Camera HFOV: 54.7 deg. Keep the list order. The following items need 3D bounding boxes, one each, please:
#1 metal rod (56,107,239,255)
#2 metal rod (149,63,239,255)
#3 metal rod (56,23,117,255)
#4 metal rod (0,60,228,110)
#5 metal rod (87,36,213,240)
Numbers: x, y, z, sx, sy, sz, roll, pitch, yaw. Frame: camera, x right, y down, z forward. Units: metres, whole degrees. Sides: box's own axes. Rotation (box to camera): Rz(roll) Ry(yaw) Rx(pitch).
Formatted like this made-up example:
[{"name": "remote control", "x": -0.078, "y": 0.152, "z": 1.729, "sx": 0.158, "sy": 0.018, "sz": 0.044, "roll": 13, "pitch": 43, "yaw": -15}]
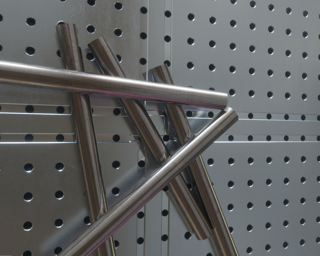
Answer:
[{"name": "metal rod", "x": -0.013, "y": 0.074, "z": 0.382, "sx": 0.301, "sy": 0.025, "sz": 0.025, "roll": -40, "pitch": 103, "yaw": -16}, {"name": "metal rod", "x": 0.051, "y": 0.056, "z": 0.433, "sx": 0.025, "sy": 0.025, "sz": 0.298, "roll": -24, "pitch": 98, "yaw": -19}, {"name": "metal rod", "x": -0.089, "y": 0.025, "z": 0.380, "sx": 0.025, "sy": 0.025, "sz": 0.298, "roll": -10, "pitch": 94, "yaw": -20}, {"name": "metal rod", "x": -0.056, "y": -0.049, "z": 0.366, "sx": 0.302, "sy": 0.025, "sz": 0.025, "roll": 5, "pitch": 88, "yaw": -20}, {"name": "metal rod", "x": -0.008, "y": 0.021, "z": 0.410, "sx": 0.025, "sy": 0.025, "sz": 0.299, "roll": -32, "pitch": 101, "yaw": -17}]
